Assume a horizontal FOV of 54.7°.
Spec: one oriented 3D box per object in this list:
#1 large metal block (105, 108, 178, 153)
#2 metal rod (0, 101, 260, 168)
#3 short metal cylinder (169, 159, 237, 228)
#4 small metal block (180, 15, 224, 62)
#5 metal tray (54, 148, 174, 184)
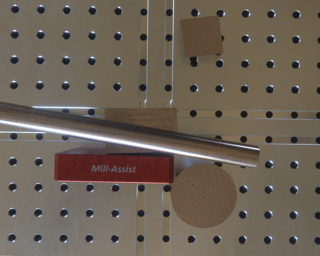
[{"bbox_3d":[-0.021,0.003,0.386,0.081,0.080,0.050,-1,90,-1],"label":"large metal block"},{"bbox_3d":[-0.046,0.006,0.332,0.302,0.025,0.025,10,90,-1],"label":"metal rod"},{"bbox_3d":[0.053,0.082,0.402,0.081,0.050,0.079,0,90,-1],"label":"short metal cylinder"},{"bbox_3d":[0.054,-0.119,0.414,0.050,0.025,0.050,-7,90,-1],"label":"small metal block"},{"bbox_3d":[-0.050,0.044,0.380,0.131,0.090,0.030,1,90,-1],"label":"metal tray"}]
